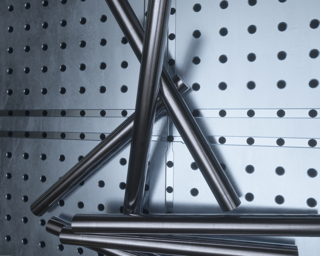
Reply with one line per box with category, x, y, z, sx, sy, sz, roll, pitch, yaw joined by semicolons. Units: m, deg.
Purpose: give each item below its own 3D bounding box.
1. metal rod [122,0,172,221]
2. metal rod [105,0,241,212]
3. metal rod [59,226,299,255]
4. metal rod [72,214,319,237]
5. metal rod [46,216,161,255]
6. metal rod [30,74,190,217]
metal rod;-0.020;-0.006;0.378;0.025;0.025;0.298;16;111;19
metal rod;0.014;-0.035;0.382;0.025;0.025;0.299;-30;87;18
metal rod;0.012;0.149;0.395;0.301;0.025;0.025;0;90;15
metal rod;0.035;0.118;0.381;0.301;0.025;0.025;-3;89;12
metal rod;-0.026;0.178;0.422;0.301;0.025;0.025;13;94;19
metal rod;-0.080;0.033;0.441;0.299;0.025;0.025;-40;77;15
